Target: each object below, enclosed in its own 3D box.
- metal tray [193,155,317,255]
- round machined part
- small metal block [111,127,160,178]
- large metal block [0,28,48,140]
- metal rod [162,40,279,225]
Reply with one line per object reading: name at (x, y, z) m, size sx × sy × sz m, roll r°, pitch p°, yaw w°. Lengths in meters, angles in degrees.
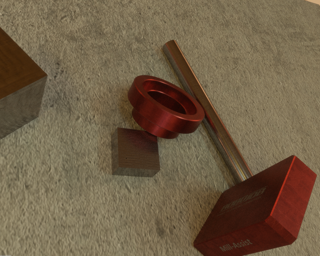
metal tray at (0.098, 0.090, 0.334) m, size 0.030 × 0.129 × 0.090 m, roll 43°, pitch 51°, yaw 1°
round machined part at (0.004, -0.023, 0.393) m, size 0.099 × 0.042 × 0.098 m, roll 24°, pitch 27°, yaw -13°
small metal block at (-0.030, 0.030, 0.369) m, size 0.050 × 0.025 × 0.050 m, roll 8°, pitch 58°, yaw -24°
large metal block at (-0.165, -0.046, 0.308) m, size 0.080 × 0.080 × 0.050 m, roll 45°, pitch 51°, yaw 3°
metal rod at (0.080, -0.003, 0.448) m, size 0.025 × 0.025 × 0.299 m, roll -15°, pitch 70°, yaw -34°
